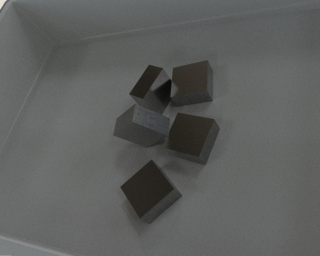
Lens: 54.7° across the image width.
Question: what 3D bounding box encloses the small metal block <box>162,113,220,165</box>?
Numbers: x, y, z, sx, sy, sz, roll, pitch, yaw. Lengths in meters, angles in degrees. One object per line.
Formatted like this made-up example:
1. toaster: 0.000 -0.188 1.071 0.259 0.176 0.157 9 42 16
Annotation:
1. small metal block: 0.038 0.012 0.378 0.050 0.025 0.050 12 68 33

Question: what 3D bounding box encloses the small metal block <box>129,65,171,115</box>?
1. small metal block: -0.008 -0.049 0.424 0.025 0.050 0.050 22 74 36

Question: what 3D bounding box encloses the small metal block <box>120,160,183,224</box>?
1. small metal block: -0.011 0.075 0.366 0.050 0.025 0.050 -41 51 0

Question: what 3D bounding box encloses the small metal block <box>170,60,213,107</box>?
1. small metal block: 0.044 -0.060 0.419 0.050 0.025 0.050 -8 58 24

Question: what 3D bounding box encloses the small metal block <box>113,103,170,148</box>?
1. small metal block: -0.023 -0.001 0.391 0.050 0.050 0.025 -31 44 50
